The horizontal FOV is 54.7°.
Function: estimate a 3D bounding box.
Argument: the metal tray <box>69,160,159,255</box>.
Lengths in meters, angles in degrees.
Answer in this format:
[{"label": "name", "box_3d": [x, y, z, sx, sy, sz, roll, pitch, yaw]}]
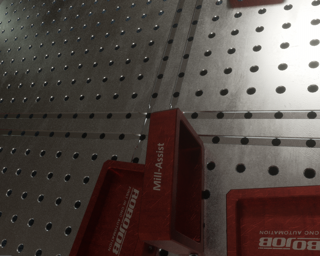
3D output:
[{"label": "metal tray", "box_3d": [-0.043, 0.106, 0.361, 0.090, 0.030, 0.130, 4, 63, 29]}]

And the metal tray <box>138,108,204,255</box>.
[{"label": "metal tray", "box_3d": [0.018, 0.056, 0.321, 0.030, 0.090, 0.130, -9, 58, 23]}]

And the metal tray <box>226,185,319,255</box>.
[{"label": "metal tray", "box_3d": [0.128, 0.100, 0.276, 0.130, 0.030, 0.090, -8, 58, 23]}]
